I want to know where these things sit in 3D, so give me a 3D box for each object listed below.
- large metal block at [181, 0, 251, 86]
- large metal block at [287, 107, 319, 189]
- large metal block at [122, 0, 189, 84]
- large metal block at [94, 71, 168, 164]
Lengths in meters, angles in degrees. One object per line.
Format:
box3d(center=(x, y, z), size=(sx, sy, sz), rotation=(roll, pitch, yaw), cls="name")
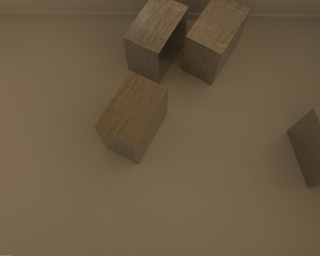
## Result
box3d(center=(0.074, -0.119, 0.424), size=(0.050, 0.080, 0.080), rotation=(30, 73, 10), cls="large metal block")
box3d(center=(0.205, 0.023, 0.373), size=(0.050, 0.080, 0.080), rotation=(-11, 71, -4), cls="large metal block")
box3d(center=(-0.004, -0.119, 0.424), size=(0.050, 0.080, 0.080), rotation=(27, 72, 9), cls="large metal block")
box3d(center=(-0.031, -0.010, 0.384), size=(0.050, 0.080, 0.080), rotation=(26, 72, 9), cls="large metal block")
